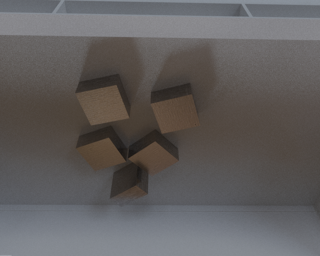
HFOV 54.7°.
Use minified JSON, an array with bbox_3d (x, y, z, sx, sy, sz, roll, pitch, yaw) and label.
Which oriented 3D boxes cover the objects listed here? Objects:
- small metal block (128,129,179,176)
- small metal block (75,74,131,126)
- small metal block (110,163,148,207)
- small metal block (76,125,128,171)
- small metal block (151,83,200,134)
[{"bbox_3d":[-0.009,0.036,0.440,0.050,0.025,0.050,-33,123,25],"label":"small metal block"},{"bbox_3d":[-0.068,-0.034,0.379,0.050,0.025,0.050,-11,130,8],"label":"small metal block"},{"bbox_3d":[-0.045,0.082,0.462,0.050,0.050,0.025,-30,124,23],"label":"small metal block"},{"bbox_3d":[-0.080,0.029,0.433,0.050,0.025,0.050,-18,128,14],"label":"small metal block"},{"bbox_3d":[0.020,-0.024,0.389,0.050,0.025,0.050,-12,129,10],"label":"small metal block"}]
